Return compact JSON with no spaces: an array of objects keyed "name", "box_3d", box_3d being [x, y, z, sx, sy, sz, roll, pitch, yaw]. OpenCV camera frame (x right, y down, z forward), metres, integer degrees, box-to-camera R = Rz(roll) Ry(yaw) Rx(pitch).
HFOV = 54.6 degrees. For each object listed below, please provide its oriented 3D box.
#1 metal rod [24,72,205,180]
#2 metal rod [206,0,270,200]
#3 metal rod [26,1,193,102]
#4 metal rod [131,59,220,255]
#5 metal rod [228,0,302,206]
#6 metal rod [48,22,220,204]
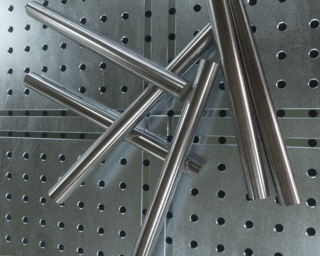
[{"name":"metal rod","box_3d":[-0.075,-0.010,0.439,0.300,0.025,0.025,27,99,18]},{"name":"metal rod","box_3d":[0.086,-0.064,0.367,0.025,0.025,0.299,-12,92,20]},{"name":"metal rod","box_3d":[-0.084,-0.113,0.419,0.300,0.025,0.025,32,101,26]},{"name":"metal rod","box_3d":[0.011,0.063,0.381,0.025,0.025,0.299,21,96,19]},{"name":"metal rod","box_3d":[0.114,-0.057,0.372,0.025,0.025,0.299,-16,85,19]},{"name":"metal rod","box_3d":[-0.035,-0.016,0.402,0.300,0.025,0.025,-46,76,5]}]
